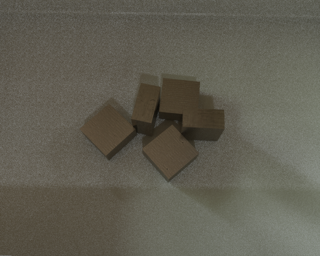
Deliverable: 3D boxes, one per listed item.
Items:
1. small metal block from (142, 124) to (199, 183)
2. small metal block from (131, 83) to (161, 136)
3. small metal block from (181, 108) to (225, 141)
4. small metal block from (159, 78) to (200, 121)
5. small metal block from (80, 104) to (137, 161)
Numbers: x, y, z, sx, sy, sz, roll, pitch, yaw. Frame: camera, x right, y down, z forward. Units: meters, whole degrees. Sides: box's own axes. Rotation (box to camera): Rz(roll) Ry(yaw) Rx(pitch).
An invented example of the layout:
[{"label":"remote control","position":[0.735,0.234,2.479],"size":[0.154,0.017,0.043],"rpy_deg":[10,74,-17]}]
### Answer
[{"label":"small metal block","position":[0.013,0.033,0.395],"size":[0.050,0.025,0.050],"rpy_deg":[-39,75,-13]},{"label":"small metal block","position":[-0.017,-0.023,0.402],"size":[0.025,0.050,0.050],"rpy_deg":[12,71,4]},{"label":"small metal block","position":[0.052,-0.003,0.396],"size":[0.050,0.050,0.025],"rpy_deg":[3,70,1]},{"label":"small metal block","position":[0.026,-0.038,0.422],"size":[0.050,0.025,0.050],"rpy_deg":[6,70,2]},{"label":"small metal block","position":[-0.067,0.005,0.405],"size":[0.050,0.025,0.050],"rpy_deg":[-43,76,-14]}]
